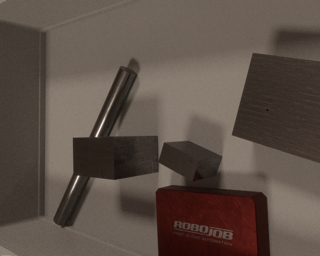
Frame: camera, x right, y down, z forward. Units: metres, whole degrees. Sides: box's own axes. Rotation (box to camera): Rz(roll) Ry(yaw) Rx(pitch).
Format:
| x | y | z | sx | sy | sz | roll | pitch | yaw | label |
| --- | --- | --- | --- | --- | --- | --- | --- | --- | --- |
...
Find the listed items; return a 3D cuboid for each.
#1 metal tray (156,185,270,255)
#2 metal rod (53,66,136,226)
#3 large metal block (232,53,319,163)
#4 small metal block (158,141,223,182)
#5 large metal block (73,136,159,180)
| x | y | z | sx | sy | sz | roll | pitch | yaw | label |
| --- | --- | --- | --- | --- | --- | --- | --- | --- | --- |
| 0.056 | 0.116 | 0.356 | 0.130 | 0.030 | 0.089 | -4 | 87 | 39 | metal tray |
| -0.111 | 0.041 | 0.495 | 0.025 | 0.025 | 0.298 | 42 | 115 | 32 | metal rod |
| 0.124 | -0.021 | 0.288 | 0.080 | 0.050 | 0.079 | 20 | 102 | 38 | large metal block |
| 0.036 | 0.036 | 0.360 | 0.050 | 0.050 | 0.025 | 25 | 106 | 37 | small metal block |
| -0.059 | 0.037 | 0.417 | 0.080 | 0.081 | 0.050 | -2 | 89 | 39 | large metal block |
